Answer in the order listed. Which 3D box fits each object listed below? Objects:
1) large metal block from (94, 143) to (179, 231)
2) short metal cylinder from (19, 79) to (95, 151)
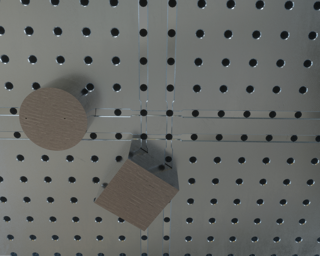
[{"bbox_3d":[-0.031,0.081,0.430,0.080,0.050,0.080,34,107,-12],"label":"large metal block"},{"bbox_3d":[-0.127,-0.018,0.392,0.081,0.050,0.079,0,110,0],"label":"short metal cylinder"}]
